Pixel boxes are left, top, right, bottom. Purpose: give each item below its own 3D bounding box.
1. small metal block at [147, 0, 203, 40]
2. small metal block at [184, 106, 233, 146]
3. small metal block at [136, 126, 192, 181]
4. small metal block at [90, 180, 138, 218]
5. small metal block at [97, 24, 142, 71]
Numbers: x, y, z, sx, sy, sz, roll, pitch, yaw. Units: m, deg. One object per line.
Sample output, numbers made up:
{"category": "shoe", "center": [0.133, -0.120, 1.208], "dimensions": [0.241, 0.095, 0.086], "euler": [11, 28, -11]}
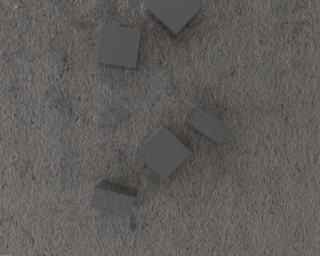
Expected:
{"category": "small metal block", "center": [0.019, -0.155, 0.410], "dimensions": [0.050, 0.025, 0.050], "euler": [42, 90, 0]}
{"category": "small metal block", "center": [0.061, -0.003, 0.398], "dimensions": [0.050, 0.050, 0.025], "euler": [34, 90, 0]}
{"category": "small metal block", "center": [0.005, 0.032, 0.410], "dimensions": [0.050, 0.025, 0.050], "euler": [44, 90, 0]}
{"category": "small metal block", "center": [-0.057, 0.089, 0.397], "dimensions": [0.050, 0.050, 0.025], "euler": [15, 90, 0]}
{"category": "small metal block", "center": [-0.052, -0.105, 0.409], "dimensions": [0.050, 0.025, 0.050], "euler": [8, 90, 0]}
